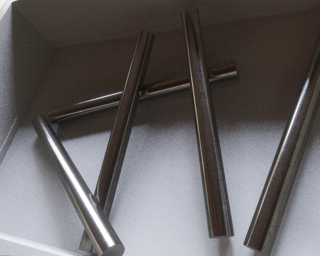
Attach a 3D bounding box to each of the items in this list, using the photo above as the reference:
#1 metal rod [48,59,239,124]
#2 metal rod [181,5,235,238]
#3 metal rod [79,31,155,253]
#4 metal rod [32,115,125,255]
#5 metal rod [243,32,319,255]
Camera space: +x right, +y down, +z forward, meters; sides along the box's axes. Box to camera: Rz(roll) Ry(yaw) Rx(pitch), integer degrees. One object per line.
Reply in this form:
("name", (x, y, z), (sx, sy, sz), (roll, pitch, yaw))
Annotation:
("metal rod", (-0.038, -0.047, 0.454), (0.300, 0.025, 0.025), (-12, 57, 21))
("metal rod", (0.052, -0.027, 0.371), (0.025, 0.025, 0.299), (-14, 63, 20))
("metal rod", (-0.051, 0.005, 0.407), (0.025, 0.025, 0.299), (3, 70, 29))
("metal rod", (-0.123, 0.056, 0.409), (0.025, 0.025, 0.300), (-46, 43, -4))
("metal rod", (0.154, -0.014, 0.333), (0.025, 0.025, 0.300), (15, 69, 34))
